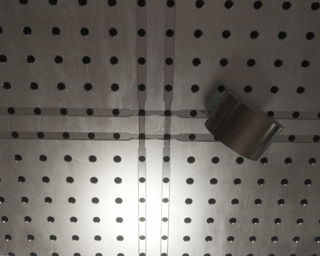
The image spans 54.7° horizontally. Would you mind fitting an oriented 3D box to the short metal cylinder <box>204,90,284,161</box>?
[{"bbox_3d":[0.103,-0.004,0.384,0.080,0.080,0.050,30,107,-11],"label":"short metal cylinder"}]
